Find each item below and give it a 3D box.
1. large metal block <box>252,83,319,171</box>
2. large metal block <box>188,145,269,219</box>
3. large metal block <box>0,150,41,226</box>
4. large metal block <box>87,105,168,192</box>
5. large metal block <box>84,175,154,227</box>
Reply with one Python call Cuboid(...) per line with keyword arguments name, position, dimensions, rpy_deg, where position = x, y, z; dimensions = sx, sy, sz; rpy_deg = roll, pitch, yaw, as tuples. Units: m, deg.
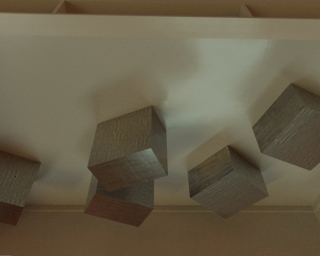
Cuboid(name="large metal block", position=(0.181, 0.001, 0.396), dimensions=(0.081, 0.050, 0.079), rpy_deg=(19, 127, -16))
Cuboid(name="large metal block", position=(0.100, 0.083, 0.465), dimensions=(0.080, 0.050, 0.080), rpy_deg=(35, 122, -27))
Cuboid(name="large metal block", position=(-0.227, 0.081, 0.439), dimensions=(0.080, 0.080, 0.050), rpy_deg=(22, 127, -18))
Cuboid(name="large metal block", position=(-0.038, 0.026, 0.394), dimensions=(0.080, 0.080, 0.050), rpy_deg=(-18, 128, 14))
Cuboid(name="large metal block", position=(-0.056, 0.085, 0.445), dimensions=(0.080, 0.080, 0.050), rpy_deg=(20, 127, -17))
